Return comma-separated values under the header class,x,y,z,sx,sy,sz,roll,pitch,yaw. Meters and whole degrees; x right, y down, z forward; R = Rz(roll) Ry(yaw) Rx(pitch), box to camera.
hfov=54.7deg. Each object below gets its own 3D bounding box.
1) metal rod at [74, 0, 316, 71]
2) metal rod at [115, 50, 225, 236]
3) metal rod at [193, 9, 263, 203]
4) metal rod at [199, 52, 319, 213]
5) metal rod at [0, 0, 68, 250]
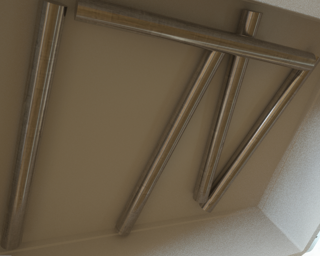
class,x,y,z,sx,sy,sz,roll,pitch,yaw
metal rod,0.059,-0.102,0.354,0.302,0.025,0.025,6,116,-23
metal rod,0.007,0.029,0.429,0.025,0.025,0.298,15,111,-34
metal rod,0.091,-0.014,0.449,0.025,0.025,0.298,-4,121,-26
metal rod,0.155,0.014,0.501,0.025,0.025,0.299,22,107,-36
metal rod,-0.144,0.015,0.339,0.025,0.025,0.298,6,116,-31
